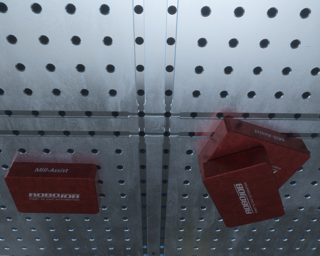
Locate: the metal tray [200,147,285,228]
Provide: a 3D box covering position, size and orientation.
[{"bbox_3d":[0.122,0.091,0.448,0.090,0.030,0.130,-18,129,14],"label":"metal tray"}]

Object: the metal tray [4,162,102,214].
[{"bbox_3d":[-0.163,0.097,0.488,0.131,0.030,0.089,2,130,-2],"label":"metal tray"}]

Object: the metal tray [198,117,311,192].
[{"bbox_3d":[0.133,0.042,0.447,0.131,0.030,0.089,16,128,-14],"label":"metal tray"}]
